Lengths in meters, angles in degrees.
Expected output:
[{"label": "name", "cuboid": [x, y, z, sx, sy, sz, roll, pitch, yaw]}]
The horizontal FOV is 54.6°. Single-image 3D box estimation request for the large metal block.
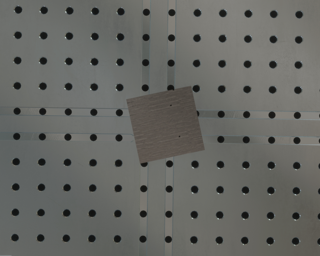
[{"label": "large metal block", "cuboid": [0.007, -0.004, 0.400, 0.080, 0.050, 0.080, -12, 90, 0]}]
